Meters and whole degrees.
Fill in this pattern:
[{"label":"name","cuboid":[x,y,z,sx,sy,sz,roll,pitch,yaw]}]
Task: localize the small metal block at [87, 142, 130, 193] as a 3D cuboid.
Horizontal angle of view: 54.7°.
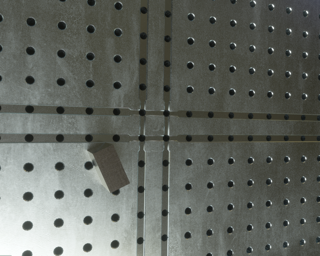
[{"label":"small metal block","cuboid":[-0.064,0.046,0.377,0.025,0.050,0.050,-25,99,-19]}]
